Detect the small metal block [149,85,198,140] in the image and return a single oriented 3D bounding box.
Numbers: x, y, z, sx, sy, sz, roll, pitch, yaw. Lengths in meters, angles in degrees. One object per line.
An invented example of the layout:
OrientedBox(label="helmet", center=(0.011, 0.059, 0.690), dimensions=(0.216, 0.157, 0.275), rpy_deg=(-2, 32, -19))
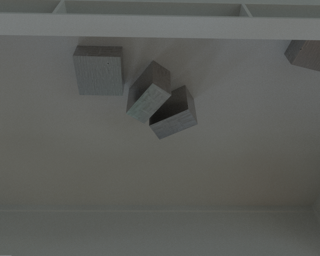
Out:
OrientedBox(label="small metal block", center=(0.015, -0.020, 0.376), dimensions=(0.050, 0.050, 0.025), rpy_deg=(-23, 127, 18))

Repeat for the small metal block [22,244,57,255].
OrientedBox(label="small metal block", center=(-0.245, 0.262, 0.631), dimensions=(0.050, 0.025, 0.050), rpy_deg=(-4, 130, 2))

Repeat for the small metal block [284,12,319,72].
OrientedBox(label="small metal block", center=(0.173, -0.091, 0.335), dimensions=(0.050, 0.025, 0.050), rpy_deg=(11, 129, -10))

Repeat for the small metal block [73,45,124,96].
OrientedBox(label="small metal block", center=(-0.068, -0.065, 0.353), dimensions=(0.050, 0.025, 0.050), rpy_deg=(1, 130, -2))

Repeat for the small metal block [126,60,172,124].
OrientedBox(label="small metal block", center=(-0.013, -0.042, 0.357), dimensions=(0.025, 0.050, 0.050), rpy_deg=(30, 124, -23))
